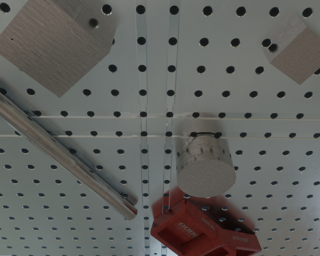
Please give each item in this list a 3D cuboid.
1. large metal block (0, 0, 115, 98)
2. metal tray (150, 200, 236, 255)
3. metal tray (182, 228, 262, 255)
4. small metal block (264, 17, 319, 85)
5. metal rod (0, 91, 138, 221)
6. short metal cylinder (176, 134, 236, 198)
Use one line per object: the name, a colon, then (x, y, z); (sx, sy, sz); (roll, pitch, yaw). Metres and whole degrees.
large metal block: (-0.105, -0.091, 0.316); (0.080, 0.050, 0.080); (-35, 122, 26)
metal tray: (0.060, 0.195, 0.552); (0.130, 0.030, 0.090); (40, 120, -12)
metal tray: (0.117, 0.227, 0.581); (0.131, 0.030, 0.090); (23, 128, -37)
small metal block: (0.154, -0.083, 0.342); (0.050, 0.025, 0.050); (28, 125, -22)
metal rod: (-0.130, 0.053, 0.455); (0.025, 0.025, 0.300); (-26, 126, 20)
short metal cylinder: (0.063, 0.055, 0.442); (0.081, 0.050, 0.079); (0, 130, 0)
